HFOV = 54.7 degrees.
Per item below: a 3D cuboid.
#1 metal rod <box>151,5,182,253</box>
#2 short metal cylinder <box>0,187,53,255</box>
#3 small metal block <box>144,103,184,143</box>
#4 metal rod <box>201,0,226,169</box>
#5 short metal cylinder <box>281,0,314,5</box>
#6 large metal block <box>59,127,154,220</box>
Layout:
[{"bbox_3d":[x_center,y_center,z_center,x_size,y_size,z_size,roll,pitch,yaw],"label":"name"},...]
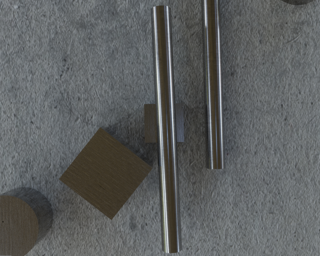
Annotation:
[{"bbox_3d":[0.008,0.002,0.385,0.025,0.025,0.298,-3,90,0],"label":"metal rod"},{"bbox_3d":[-0.186,0.120,0.396,0.081,0.050,0.080,0,90,0],"label":"short metal cylinder"},{"bbox_3d":[0.005,-0.006,0.410,0.050,0.025,0.050,-1,90,0],"label":"small metal block"},{"bbox_3d":[0.069,-0.096,0.410,0.025,0.025,0.298,-2,90,0],"label":"metal rod"},{"bbox_3d":[0.189,-0.208,0.399,0.081,0.050,0.080,0,90,0],"label":"short metal cylinder"},{"bbox_3d":[-0.065,0.055,0.397,0.080,0.050,0.080,38,90,0],"label":"large metal block"}]
